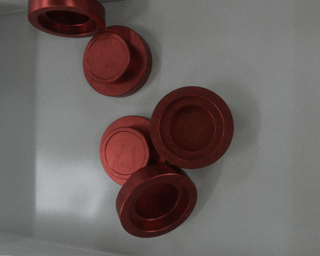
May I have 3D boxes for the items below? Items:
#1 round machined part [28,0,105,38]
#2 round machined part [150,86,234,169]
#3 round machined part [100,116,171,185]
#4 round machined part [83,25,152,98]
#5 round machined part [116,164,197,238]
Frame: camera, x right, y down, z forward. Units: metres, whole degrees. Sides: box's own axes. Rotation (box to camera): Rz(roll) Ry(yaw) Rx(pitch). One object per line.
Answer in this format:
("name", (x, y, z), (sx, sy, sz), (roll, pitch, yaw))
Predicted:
("round machined part", (-0.123, -0.160, 0.414), (0.098, 0.098, 0.042), (-3, 84, 19))
("round machined part", (0.040, 0.000, 0.382), (0.098, 0.042, 0.097), (-1, 86, 12))
("round machined part", (-0.038, 0.032, 0.414), (0.098, 0.042, 0.097), (0, 90, 19))
("round machined part", (-0.064, -0.092, 0.423), (0.098, 0.042, 0.097), (0, 90, 19))
("round machined part", (-0.007, 0.085, 0.384), (0.098, 0.098, 0.042), (-55, 34, 12))
